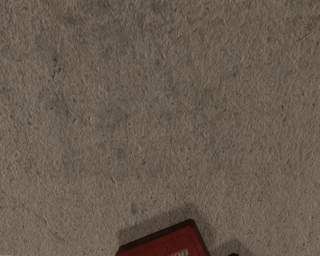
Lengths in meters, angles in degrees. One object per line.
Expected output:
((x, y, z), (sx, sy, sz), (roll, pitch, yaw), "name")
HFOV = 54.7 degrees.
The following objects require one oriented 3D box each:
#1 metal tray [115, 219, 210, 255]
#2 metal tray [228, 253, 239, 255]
((0.008, 0.204, 0.468), (0.130, 0.030, 0.090), (-24, 90, 8), "metal tray")
((0.089, 0.271, 0.492), (0.130, 0.030, 0.090), (-32, 87, 10), "metal tray")
